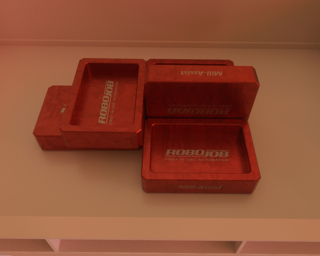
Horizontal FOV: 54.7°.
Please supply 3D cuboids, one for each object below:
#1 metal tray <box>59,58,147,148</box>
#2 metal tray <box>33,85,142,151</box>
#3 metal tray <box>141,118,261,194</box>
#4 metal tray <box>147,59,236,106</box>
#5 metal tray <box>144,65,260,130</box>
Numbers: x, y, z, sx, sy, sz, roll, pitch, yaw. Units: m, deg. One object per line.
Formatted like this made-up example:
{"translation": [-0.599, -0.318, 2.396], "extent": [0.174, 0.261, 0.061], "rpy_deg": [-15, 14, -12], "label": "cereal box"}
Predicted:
{"translation": [-0.064, -0.036, 0.389], "extent": [0.091, 0.030, 0.130], "rpy_deg": [1, 50, 0], "label": "metal tray"}
{"translation": [-0.088, -0.015, 0.409], "extent": [0.131, 0.030, 0.090], "rpy_deg": [0, 50, 0], "label": "metal tray"}
{"translation": [0.045, 0.032, 0.374], "extent": [0.131, 0.030, 0.090], "rpy_deg": [1, 50, 0], "label": "metal tray"}
{"translation": [0.045, -0.061, 0.452], "extent": [0.131, 0.030, 0.090], "rpy_deg": [1, 50, 0], "label": "metal tray"}
{"translation": [0.048, -0.034, 0.389], "extent": [0.131, 0.089, 0.030], "rpy_deg": [1, 50, 0], "label": "metal tray"}
